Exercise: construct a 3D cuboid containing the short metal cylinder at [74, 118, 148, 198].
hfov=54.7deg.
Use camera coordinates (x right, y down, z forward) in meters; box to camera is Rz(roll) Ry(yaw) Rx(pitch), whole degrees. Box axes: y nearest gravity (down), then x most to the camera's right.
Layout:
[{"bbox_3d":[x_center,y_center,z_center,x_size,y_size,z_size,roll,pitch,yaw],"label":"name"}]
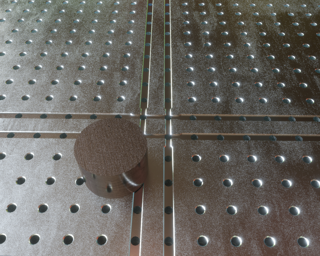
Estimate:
[{"bbox_3d":[-0.054,0.034,0.362,0.081,0.050,0.080,0,50,0],"label":"short metal cylinder"}]
